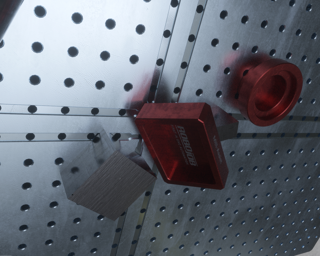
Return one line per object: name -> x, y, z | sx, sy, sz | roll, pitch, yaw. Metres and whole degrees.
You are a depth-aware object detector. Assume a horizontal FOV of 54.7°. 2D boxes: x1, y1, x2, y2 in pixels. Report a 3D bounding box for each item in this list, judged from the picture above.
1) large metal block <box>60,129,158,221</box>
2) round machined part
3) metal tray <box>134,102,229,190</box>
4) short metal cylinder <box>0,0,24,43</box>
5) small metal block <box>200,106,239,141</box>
large metal block -> -0.065, 0.062, 0.398 | 0.080, 0.050, 0.080 | -45, 129, 3
round machined part -> 0.154, -0.054, 0.451 | 0.099, 0.042, 0.097 | -14, 124, -21
metal tray -> 0.032, 0.026, 0.404 | 0.030, 0.090, 0.130 | -63, 143, -39
short metal cylinder -> -0.147, -0.107, 0.229 | 0.080, 0.080, 0.050 | 27, 104, -37
small metal block -> 0.073, -0.005, 0.432 | 0.050, 0.050, 0.025 | -13, 124, -21
